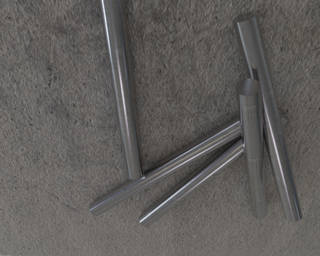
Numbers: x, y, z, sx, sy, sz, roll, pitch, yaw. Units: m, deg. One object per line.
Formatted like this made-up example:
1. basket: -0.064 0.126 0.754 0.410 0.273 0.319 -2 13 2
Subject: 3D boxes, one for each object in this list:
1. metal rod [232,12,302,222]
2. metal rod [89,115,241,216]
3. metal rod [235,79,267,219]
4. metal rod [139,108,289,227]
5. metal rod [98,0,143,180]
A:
1. metal rod: 0.140 0.008 0.381 0.025 0.025 0.299 -17 120 14
2. metal rod: 0.004 0.062 0.459 0.299 0.025 0.025 -33 123 25
3. metal rod: 0.130 0.052 0.423 0.025 0.025 0.299 -13 138 10
4. metal rod: 0.064 0.072 0.468 0.025 0.025 0.299 30 124 -23
5. metal rod: -0.043 -0.046 0.367 0.025 0.025 0.298 -2 130 1
